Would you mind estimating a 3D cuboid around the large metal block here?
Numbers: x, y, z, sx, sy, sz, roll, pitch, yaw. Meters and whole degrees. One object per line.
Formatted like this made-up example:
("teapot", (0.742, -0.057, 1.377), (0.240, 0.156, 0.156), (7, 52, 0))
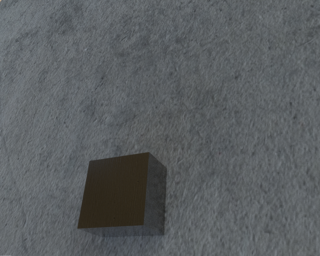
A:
("large metal block", (-0.040, 0.079, 0.359), (0.080, 0.050, 0.080), (-10, 57, 22))
